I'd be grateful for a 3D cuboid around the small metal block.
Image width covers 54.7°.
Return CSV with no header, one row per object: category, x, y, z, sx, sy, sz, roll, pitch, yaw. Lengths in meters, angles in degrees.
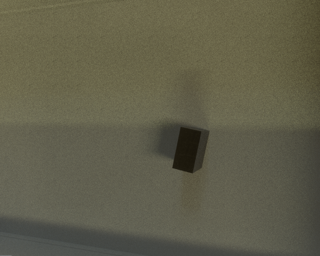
small metal block,0.039,0.025,0.383,0.025,0.050,0.050,13,94,19
